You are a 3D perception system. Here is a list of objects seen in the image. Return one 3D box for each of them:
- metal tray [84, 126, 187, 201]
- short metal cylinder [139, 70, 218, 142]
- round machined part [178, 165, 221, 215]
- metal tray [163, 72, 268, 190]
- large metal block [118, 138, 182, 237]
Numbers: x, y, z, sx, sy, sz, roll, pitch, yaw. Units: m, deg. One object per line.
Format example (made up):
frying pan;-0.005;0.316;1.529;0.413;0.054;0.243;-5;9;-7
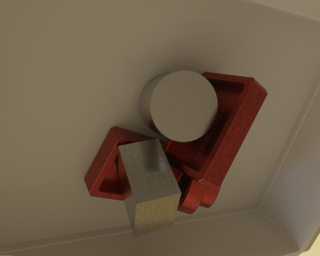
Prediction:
metal tray;-0.025;0.058;0.426;0.131;0.030;0.090;19;108;-36
short metal cylinder;0.021;-0.026;0.368;0.081;0.050;0.079;-2;96;-17
round machined part;0.056;0.073;0.433;0.042;0.098;0.097;19;112;-4
metal tray;0.061;-0.002;0.378;0.030;0.090;0.130;31;85;-35
large metal block;-0.017;0.072;0.378;0.050;0.080;0.079;-10;139;-16
